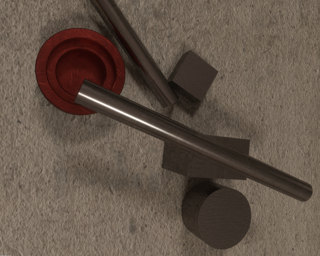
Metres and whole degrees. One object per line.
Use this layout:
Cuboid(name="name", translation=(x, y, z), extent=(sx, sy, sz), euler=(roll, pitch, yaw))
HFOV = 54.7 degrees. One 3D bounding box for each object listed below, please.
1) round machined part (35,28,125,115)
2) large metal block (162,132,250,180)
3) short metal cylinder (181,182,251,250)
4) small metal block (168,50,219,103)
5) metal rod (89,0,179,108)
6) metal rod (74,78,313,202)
Cuboid(name="round machined part", translation=(-0.094, -0.063, 0.366), extent=(0.099, 0.042, 0.097), euler=(0, 90, -21))
Cuboid(name="large metal block", translation=(0.057, 0.034, 0.402), extent=(0.081, 0.080, 0.050), euler=(7, 88, -20))
Cuboid(name="short metal cylinder", translation=(0.076, 0.118, 0.426), extent=(0.081, 0.050, 0.079), euler=(0, 90, -21))
Cuboid(name="small metal block", translation=(0.044, -0.070, 0.426), extent=(0.050, 0.025, 0.050), euler=(33, 79, -17))
Cuboid(name="metal rod", translation=(-0.069, -0.154, 0.383), extent=(0.025, 0.025, 0.299), euler=(-39, 103, -16))
Cuboid(name="metal rod", translation=(0.053, 0.023, 0.344), extent=(0.302, 0.025, 0.025), euler=(24, 82, -19))
